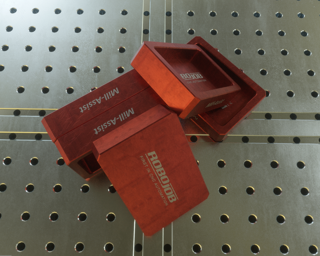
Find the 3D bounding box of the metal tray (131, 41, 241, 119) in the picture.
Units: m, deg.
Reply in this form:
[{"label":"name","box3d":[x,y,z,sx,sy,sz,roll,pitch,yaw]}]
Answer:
[{"label":"metal tray","box3d":[0.037,-0.062,0.375,0.090,0.030,0.131,49,32,15]}]

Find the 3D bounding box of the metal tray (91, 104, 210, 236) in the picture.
[{"label":"metal tray","box3d":[-0.006,0.050,0.344,0.090,0.129,0.030,-31,32,-11]}]

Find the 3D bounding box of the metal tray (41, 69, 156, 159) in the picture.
[{"label":"metal tray","box3d":[-0.066,-0.016,0.382,0.131,0.090,0.030,-31,73,-11]}]

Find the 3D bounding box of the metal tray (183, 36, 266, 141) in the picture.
[{"label":"metal tray","box3d":[0.066,-0.056,0.429,0.090,0.030,0.130,-42,76,-14]}]

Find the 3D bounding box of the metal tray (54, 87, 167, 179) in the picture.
[{"label":"metal tray","box3d":[-0.049,0.008,0.372,0.131,0.090,0.030,-31,73,-11]}]
